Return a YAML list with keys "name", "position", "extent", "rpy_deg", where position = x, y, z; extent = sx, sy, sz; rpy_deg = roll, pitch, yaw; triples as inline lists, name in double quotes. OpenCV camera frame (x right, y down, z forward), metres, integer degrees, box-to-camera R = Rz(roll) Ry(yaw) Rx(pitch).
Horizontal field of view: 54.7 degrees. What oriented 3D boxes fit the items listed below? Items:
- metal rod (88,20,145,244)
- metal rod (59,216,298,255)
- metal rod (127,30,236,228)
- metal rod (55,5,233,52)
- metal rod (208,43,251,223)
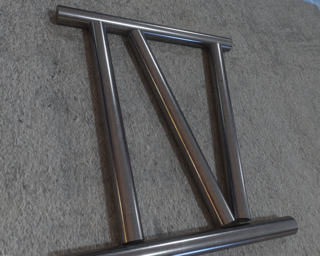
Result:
- name: "metal rod"
  position: [-0.059, -0.014, 0.382]
  extent: [0.025, 0.025, 0.299]
  rpy_deg: [1, 61, -28]
- name: "metal rod"
  position: [0.044, 0.130, 0.350]
  extent: [0.303, 0.025, 0.025]
  rpy_deg: [1, 62, -28]
- name: "metal rod"
  position: [0.022, -0.012, 0.425]
  extent: [0.025, 0.025, 0.299]
  rpy_deg: [-12, 68, -34]
- name: "metal rod"
  position: [-0.008, -0.154, 0.496]
  extent: [0.303, 0.025, 0.025]
  rpy_deg: [1, 62, -28]
- name: "metal rod"
  position: [0.099, -0.012, 0.467]
  extent: [0.025, 0.025, 0.299]
  rpy_deg: [13, 56, -22]
